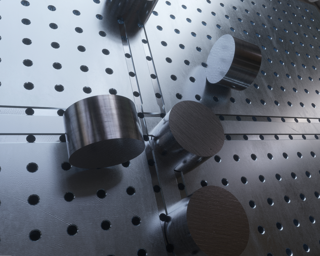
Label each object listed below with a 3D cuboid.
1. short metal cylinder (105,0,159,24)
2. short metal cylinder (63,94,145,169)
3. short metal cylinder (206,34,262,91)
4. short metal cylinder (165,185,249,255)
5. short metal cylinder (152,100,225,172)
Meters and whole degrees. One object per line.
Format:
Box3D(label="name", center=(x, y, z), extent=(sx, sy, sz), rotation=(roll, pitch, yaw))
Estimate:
Box3D(label="short metal cylinder", center=(-0.043, -0.217, 0.503), extent=(0.081, 0.050, 0.080), rotation=(14, 56, -21))
Box3D(label="short metal cylinder", center=(-0.061, 0.006, 0.337), extent=(0.081, 0.080, 0.050), rotation=(-2, 63, -29))
Box3D(label="short metal cylinder", center=(0.117, -0.105, 0.503), extent=(0.050, 0.080, 0.080), rotation=(13, 57, -22))
Box3D(label="short metal cylinder", center=(0.053, 0.112, 0.354), extent=(0.081, 0.050, 0.080), rotation=(14, 56, -21))
Box3D(label="short metal cylinder", center=(0.037, 0.011, 0.407), extent=(0.081, 0.050, 0.080), rotation=(14, 56, -21))
